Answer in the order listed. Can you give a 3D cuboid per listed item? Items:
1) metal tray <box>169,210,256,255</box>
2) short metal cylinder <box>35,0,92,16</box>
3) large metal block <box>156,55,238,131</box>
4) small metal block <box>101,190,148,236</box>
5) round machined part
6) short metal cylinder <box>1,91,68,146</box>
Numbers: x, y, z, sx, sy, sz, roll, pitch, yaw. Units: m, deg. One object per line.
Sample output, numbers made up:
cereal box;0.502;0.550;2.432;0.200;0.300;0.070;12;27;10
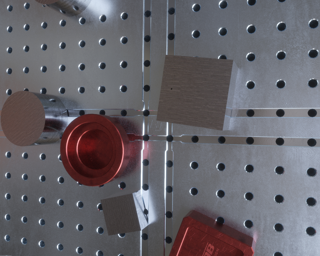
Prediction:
metal tray;0.054;0.183;0.390;0.090;0.030;0.129;22;97;18
short metal cylinder;-0.143;-0.211;0.450;0.080;0.050;0.080;0;90;20
large metal block;0.047;-0.042;0.383;0.080;0.050;0.079;9;93;19
small metal block;-0.049;0.117;0.430;0.050;0.025;0.050;-15;85;19
round machined part;-0.086;0.030;0.434;0.098;0.042;0.097;0;90;20
short metal cylinder;-0.188;-0.014;0.466;0.080;0.050;0.080;0;90;20
